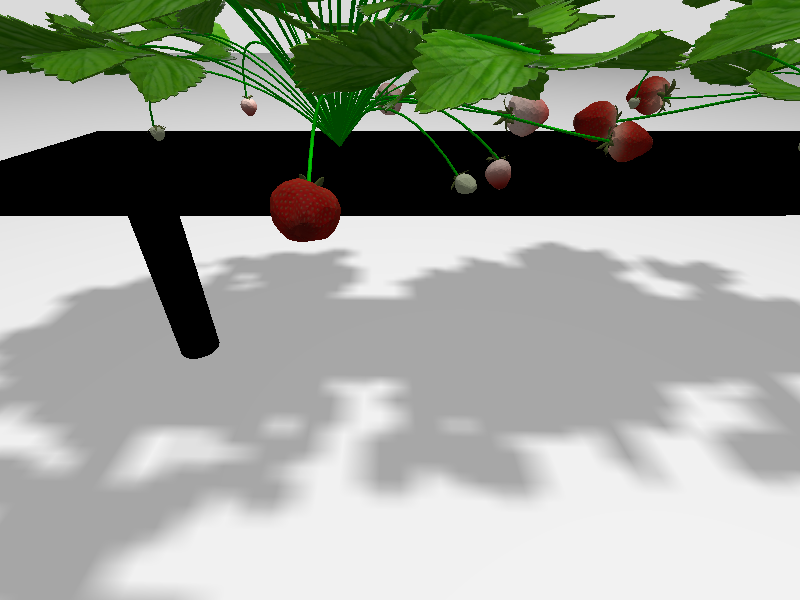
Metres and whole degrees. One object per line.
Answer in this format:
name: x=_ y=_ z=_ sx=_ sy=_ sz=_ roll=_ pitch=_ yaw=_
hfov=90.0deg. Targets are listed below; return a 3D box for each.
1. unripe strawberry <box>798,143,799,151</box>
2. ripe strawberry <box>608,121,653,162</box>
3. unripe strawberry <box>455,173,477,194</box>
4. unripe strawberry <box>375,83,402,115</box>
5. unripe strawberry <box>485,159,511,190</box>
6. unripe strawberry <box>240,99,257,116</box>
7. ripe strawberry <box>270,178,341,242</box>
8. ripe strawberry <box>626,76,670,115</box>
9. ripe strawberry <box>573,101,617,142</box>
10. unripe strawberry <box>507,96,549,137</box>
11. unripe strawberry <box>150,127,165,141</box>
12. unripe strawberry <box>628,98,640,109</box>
unripe strawberry: x=0.309 y=-0.118 z=0.303 sx=0.014 sy=0.015 sz=0.013 roll=-12 pitch=35 yaw=-16
ripe strawberry: x=0.165 y=-0.112 z=0.286 sx=0.028 sy=0.027 sz=0.026 roll=8 pitch=34 yaw=10
unripe strawberry: x=0.037 y=-0.065 z=0.225 sx=0.013 sy=0.011 sz=0.013 roll=-21 pitch=50 yaw=-29
unripe strawberry: x=-0.011 y=-0.235 z=0.468 sx=0.032 sy=0.034 sz=0.035 roll=7 pitch=33 yaw=11
unripe strawberry: x=0.059 y=-0.075 z=0.237 sx=0.017 sy=0.017 sz=0.015 roll=-28 pitch=25 yaw=-36
unripe strawberry: x=-0.176 y=-0.224 z=0.466 sx=0.018 sy=0.019 sz=0.019 roll=-23 pitch=39 yaw=-31
ripe strawberry: x=-0.040 y=-0.036 z=0.167 sx=0.029 sy=0.025 sz=0.029 roll=-2 pitch=41 yaw=-3
ripe strawberry: x=0.282 y=-0.233 z=0.456 sx=0.044 sy=0.039 sz=0.040 roll=-22 pitch=39 yaw=-30
ripe strawberry: x=0.166 y=-0.153 z=0.345 sx=0.033 sy=0.033 sz=0.031 roll=3 pitch=33 yaw=5
unripe strawberry: x=0.117 y=-0.170 z=0.365 sx=0.039 sy=0.038 sz=0.036 roll=-8 pitch=34 yaw=-14
unripe strawberry: x=-0.202 y=-0.139 z=0.334 sx=0.012 sy=0.011 sz=0.010 roll=1 pitch=33 yaw=2
unripe strawberry: x=0.258 y=-0.217 z=0.443 sx=0.011 sy=0.011 sz=0.011 roll=28 pitch=42 yaw=36
